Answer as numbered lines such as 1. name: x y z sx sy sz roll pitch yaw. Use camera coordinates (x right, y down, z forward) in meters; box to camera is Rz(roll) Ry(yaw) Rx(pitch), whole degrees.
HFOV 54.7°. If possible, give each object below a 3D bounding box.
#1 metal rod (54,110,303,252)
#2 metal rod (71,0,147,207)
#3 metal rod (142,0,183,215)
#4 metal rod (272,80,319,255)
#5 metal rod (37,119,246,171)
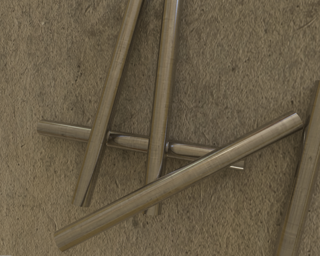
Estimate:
1. metal rod: 0.022 0.059 0.352 0.301 0.025 0.025 -27 81 -1
2. metal rod: -0.065 -0.044 0.412 0.025 0.025 0.299 14 87 19
3. metal rod: 0.005 -0.045 0.388 0.025 0.025 0.298 4 84 20
4. metal rod: 0.155 0.095 0.354 0.025 0.025 0.298 13 94 19
5. metal rod: -0.038 0.019 0.422 0.301 0.025 0.025 8 93 19
